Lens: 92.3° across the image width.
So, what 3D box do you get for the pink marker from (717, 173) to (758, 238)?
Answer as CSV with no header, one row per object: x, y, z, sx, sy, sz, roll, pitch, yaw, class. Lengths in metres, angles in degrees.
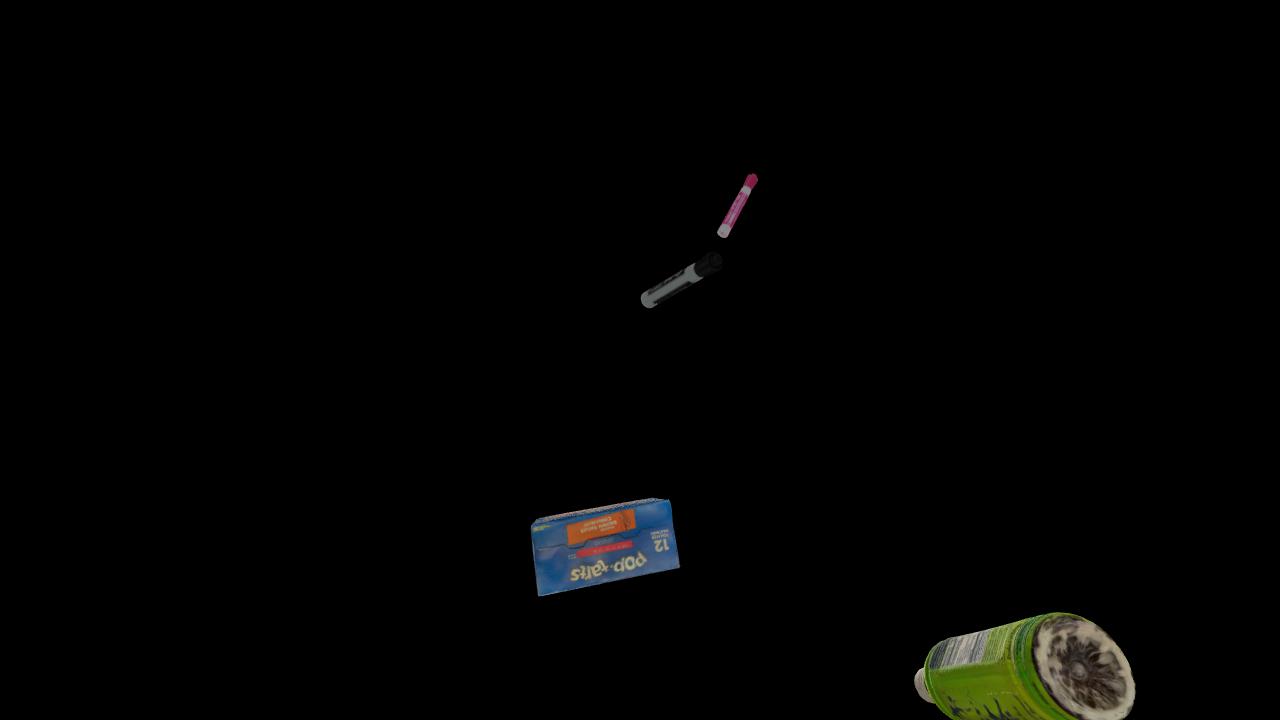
0.160,-0.252,0.998,0.020,0.121,0.020,27,-12,6,pink marker

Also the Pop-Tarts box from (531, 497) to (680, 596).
-0.047,0.227,0.772,0.167,0.083,0.141,-9,-10,-8,Pop-Tarts box

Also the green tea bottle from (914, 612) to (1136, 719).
0.280,0.251,0.488,0.073,0.073,0.212,0,-29,-4,green tea bottle

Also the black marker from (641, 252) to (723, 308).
0.040,-0.078,0.610,0.020,0.020,0.121,0,-13,-33,black marker
